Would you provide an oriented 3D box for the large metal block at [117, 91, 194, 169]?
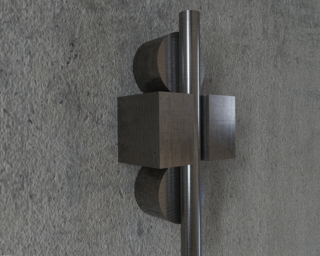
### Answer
[{"bbox_3d":[-0.007,0.002,0.364,0.050,0.080,0.080,-1,91,-40],"label":"large metal block"}]

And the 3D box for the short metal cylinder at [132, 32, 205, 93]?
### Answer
[{"bbox_3d":[0.012,-0.078,0.399,0.081,0.050,0.080,0,89,-40],"label":"short metal cylinder"}]

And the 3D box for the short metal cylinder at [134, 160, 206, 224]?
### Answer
[{"bbox_3d":[0.013,0.078,0.402,0.081,0.050,0.080,0,89,-40],"label":"short metal cylinder"}]

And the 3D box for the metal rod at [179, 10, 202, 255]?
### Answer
[{"bbox_3d":[0.036,0.013,0.371,0.025,0.025,0.298,-1,90,-40],"label":"metal rod"}]

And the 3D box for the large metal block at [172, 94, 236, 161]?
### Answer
[{"bbox_3d":[0.052,-0.001,0.413,0.050,0.080,0.080,-1,91,-40],"label":"large metal block"}]
